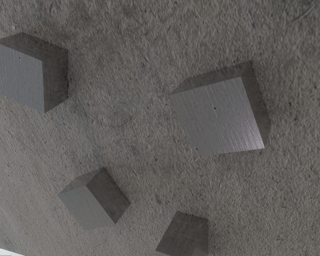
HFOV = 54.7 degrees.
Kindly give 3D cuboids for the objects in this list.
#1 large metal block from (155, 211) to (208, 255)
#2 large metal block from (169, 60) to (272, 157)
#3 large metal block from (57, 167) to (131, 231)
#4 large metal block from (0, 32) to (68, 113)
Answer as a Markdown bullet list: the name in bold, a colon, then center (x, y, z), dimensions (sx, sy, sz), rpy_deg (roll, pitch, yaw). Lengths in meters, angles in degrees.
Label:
- **large metal block**: center (0.036, 0.188, 0.469), dimensions (0.050, 0.080, 0.079), rpy_deg (9, 122, 24)
- **large metal block**: center (0.068, -0.019, 0.343), dimensions (0.080, 0.050, 0.080), rpy_deg (-12, 113, 33)
- **large metal block**: center (-0.111, 0.121, 0.524), dimensions (0.080, 0.050, 0.080), rpy_deg (-24, 106, 36)
- **large metal block**: center (-0.179, -0.079, 0.436), dimensions (0.080, 0.050, 0.079), rpy_deg (23, 127, 14)
